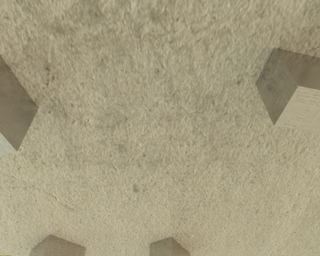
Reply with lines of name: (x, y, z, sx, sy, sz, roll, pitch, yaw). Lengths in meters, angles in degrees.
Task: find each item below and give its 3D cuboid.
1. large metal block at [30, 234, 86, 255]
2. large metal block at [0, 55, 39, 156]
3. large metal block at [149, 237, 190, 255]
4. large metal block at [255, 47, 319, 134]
large metal block: (-0.207, 0.263, 0.612, 0.080, 0.050, 0.080, 33, 123, -25)
large metal block: (-0.193, -0.023, 0.349, 0.050, 0.080, 0.080, -14, 129, 11)
large metal block: (0.022, 0.274, 0.605, 0.050, 0.080, 0.080, -25, 126, 19)
large metal block: (0.162, -0.040, 0.340, 0.081, 0.080, 0.050, 10, 129, -9)
